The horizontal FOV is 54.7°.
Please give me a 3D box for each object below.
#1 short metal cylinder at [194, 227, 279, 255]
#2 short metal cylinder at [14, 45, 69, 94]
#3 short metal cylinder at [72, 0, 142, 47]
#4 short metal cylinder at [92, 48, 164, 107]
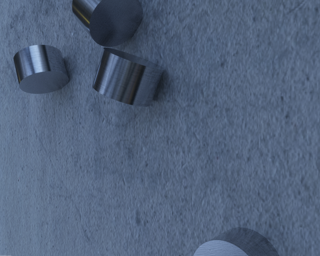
[{"bbox_3d":[0.080,0.150,0.322,0.080,0.050,0.079,0,90,39],"label":"short metal cylinder"},{"bbox_3d":[-0.204,-0.099,0.534,0.080,0.081,0.050,-29,72,36],"label":"short metal cylinder"},{"bbox_3d":[-0.072,-0.160,0.426,0.050,0.081,0.080,50,119,28],"label":"short metal cylinder"},{"bbox_3d":[-0.041,-0.066,0.401,0.080,0.081,0.050,32,110,35],"label":"short metal cylinder"}]
